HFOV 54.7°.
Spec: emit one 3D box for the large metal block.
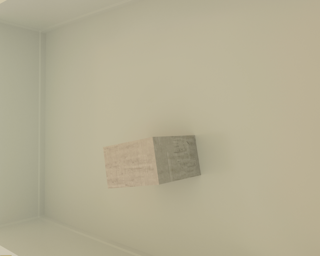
[{"bbox_3d":[-0.009,0.040,0.377,0.080,0.081,0.050,-13,82,39],"label":"large metal block"}]
